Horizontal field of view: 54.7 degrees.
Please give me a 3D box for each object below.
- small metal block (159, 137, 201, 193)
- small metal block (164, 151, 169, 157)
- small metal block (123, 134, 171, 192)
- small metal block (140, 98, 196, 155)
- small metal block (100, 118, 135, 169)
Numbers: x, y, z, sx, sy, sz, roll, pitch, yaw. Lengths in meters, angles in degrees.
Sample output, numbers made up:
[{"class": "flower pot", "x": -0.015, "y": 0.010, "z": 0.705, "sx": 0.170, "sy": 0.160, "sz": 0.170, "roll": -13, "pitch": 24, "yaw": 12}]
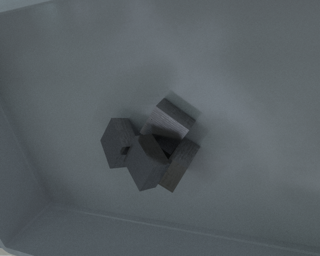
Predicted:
[{"class": "small metal block", "x": 0.024, "y": 0.048, "z": 0.406, "sx": 0.025, "sy": 0.050, "sz": 0.050, "roll": 31, "pitch": 128, "yaw": 8}, {"class": "small metal block", "x": -0.014, "y": 0.039, "z": 0.437, "sx": 0.050, "sy": 0.025, "sz": 0.050, "roll": 36, "pitch": 129, "yaw": 3}, {"class": "small metal block", "x": -0.018, "y": 0.044, "z": 0.394, "sx": 0.050, "sy": 0.025, "sz": 0.050, "roll": 57, "pitch": 137, "yaw": 32}, {"class": "small metal block", "x": 0.009, "y": -0.002, "z": 0.399, "sx": 0.050, "sy": 0.025, "sz": 0.050, "roll": 36, "pitch": 129, "yaw": 3}, {"class": "small metal block", "x": -0.057, "y": 0.021, "z": 0.432, "sx": 0.050, "sy": 0.025, "sz": 0.050, "roll": -57, "pitch": 47, "yaw": 39}]
